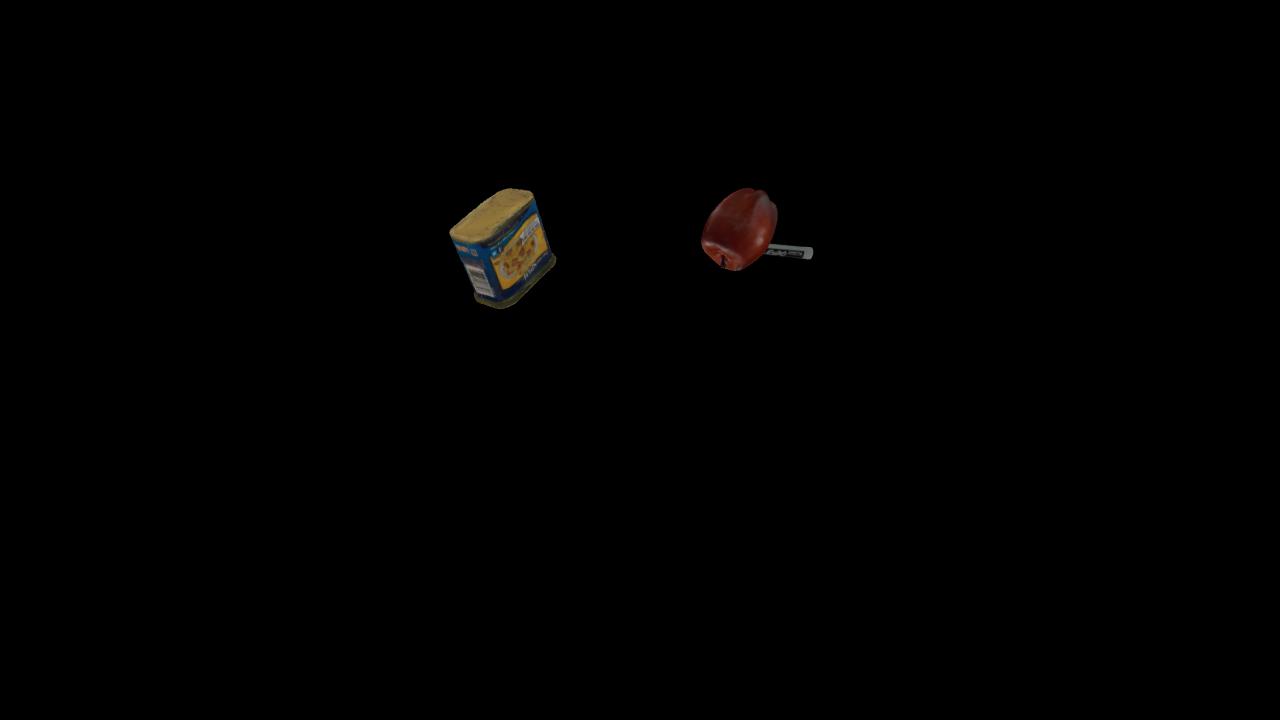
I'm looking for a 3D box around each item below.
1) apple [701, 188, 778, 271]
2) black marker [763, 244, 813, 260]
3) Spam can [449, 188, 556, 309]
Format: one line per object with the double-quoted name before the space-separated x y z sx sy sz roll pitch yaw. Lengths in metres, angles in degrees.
"apple" 0.112 -0.144 0.691 0.079 0.093 0.079 31 -4 3
"black marker" 0.202 -0.167 0.928 0.121 0.020 0.020 4 -1 -11
"Spam can" -0.143 -0.120 0.653 0.058 0.085 0.101 17 52 27
